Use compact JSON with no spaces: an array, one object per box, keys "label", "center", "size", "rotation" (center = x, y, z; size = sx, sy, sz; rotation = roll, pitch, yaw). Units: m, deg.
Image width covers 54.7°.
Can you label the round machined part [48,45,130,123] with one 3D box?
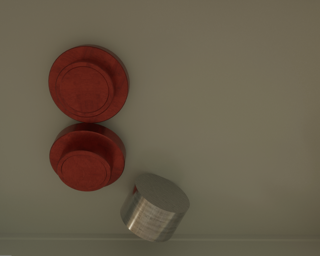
[{"label":"round machined part","center":[-0.088,-0.051,0.382],"size":[0.099,0.042,0.097],"rotation":[0,110,-1]}]

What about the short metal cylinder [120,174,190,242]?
[{"label":"short metal cylinder","center":[-0.007,0.107,0.421],"size":[0.080,0.080,0.050],"rotation":[24,108,-9]}]

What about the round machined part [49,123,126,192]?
[{"label":"round machined part","center":[-0.096,0.045,0.407],"size":[0.099,0.042,0.097],"rotation":[0,122,0]}]
